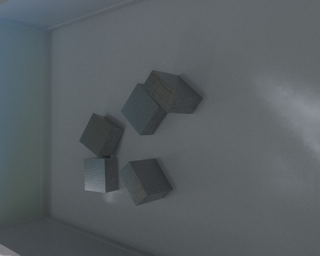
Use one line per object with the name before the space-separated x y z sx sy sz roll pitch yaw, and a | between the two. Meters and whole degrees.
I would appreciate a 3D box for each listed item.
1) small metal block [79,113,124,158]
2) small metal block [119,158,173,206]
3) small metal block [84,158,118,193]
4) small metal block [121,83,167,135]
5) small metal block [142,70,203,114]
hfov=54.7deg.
small metal block | -0.090 0.011 0.475 0.050 0.025 0.050 32 97 35
small metal block | -0.018 0.069 0.406 0.025 0.050 0.050 -46 63 30
small metal block | -0.092 0.072 0.483 0.050 0.025 0.050 -4 88 40
small metal block | -0.020 -0.025 0.424 0.050 0.025 0.050 49 119 28
small metal block | 0.016 -0.043 0.378 0.050 0.050 0.025 48 119 29
